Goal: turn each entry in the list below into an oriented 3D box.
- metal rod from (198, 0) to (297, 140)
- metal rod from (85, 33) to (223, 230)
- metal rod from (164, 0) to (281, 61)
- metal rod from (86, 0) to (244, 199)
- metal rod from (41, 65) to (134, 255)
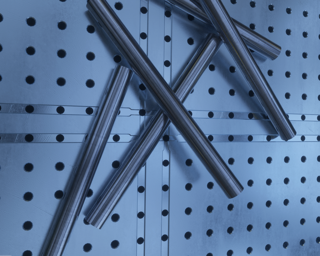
[{"bbox_3d":[0.118,-0.100,0.439,0.025,0.025,0.300,-43,111,-15],"label":"metal rod"},{"bbox_3d":[-0.002,-0.004,0.412,0.025,0.025,0.300,37,78,-17],"label":"metal rod"},{"bbox_3d":[0.047,-0.170,0.430,0.302,0.025,0.025,22,83,-19],"label":"metal rod"},{"bbox_3d":[0.008,-0.037,0.391,0.025,0.025,0.299,-38,93,-16],"label":"metal rod"},{"bbox_3d":[-0.096,0.064,0.377,0.025,0.025,0.299,23,82,-19],"label":"metal rod"}]
